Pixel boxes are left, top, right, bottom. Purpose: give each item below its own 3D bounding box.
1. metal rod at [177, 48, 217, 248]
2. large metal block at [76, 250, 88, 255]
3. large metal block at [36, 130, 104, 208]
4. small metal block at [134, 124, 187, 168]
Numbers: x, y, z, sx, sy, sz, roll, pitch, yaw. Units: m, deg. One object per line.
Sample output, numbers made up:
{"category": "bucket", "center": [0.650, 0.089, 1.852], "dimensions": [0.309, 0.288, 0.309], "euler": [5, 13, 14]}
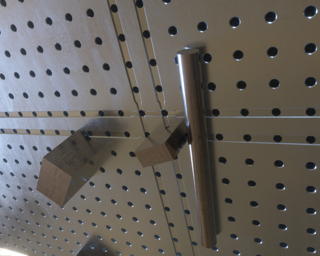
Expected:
{"category": "metal rod", "center": [0.053, 0.046, 0.410], "dimensions": [0.025, 0.025, 0.298], "euler": [5, 121, 25]}
{"category": "large metal block", "center": [-0.172, 0.330, 0.687], "dimensions": [0.080, 0.050, 0.080], "euler": [38, 129, 2]}
{"category": "large metal block", "center": [-0.141, 0.063, 0.486], "dimensions": [0.050, 0.080, 0.079], "euler": [33, 129, 6]}
{"category": "small metal block", "center": [0.002, 0.023, 0.407], "dimensions": [0.050, 0.050, 0.025], "euler": [-19, 109, 35]}
